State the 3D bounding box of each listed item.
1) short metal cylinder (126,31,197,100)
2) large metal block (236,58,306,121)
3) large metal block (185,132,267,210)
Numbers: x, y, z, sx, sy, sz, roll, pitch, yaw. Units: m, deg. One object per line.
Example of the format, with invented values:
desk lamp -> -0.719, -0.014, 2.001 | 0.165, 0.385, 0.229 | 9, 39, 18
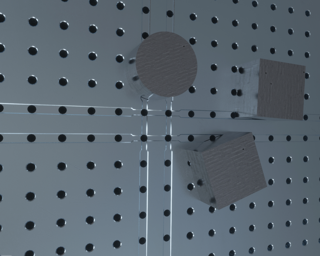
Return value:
short metal cylinder -> 0.001, -0.077, 0.399 | 0.081, 0.050, 0.080 | 0, 90, -20
large metal block -> 0.163, -0.053, 0.459 | 0.081, 0.050, 0.080 | 4, 89, -20
large metal block -> 0.092, 0.056, 0.433 | 0.081, 0.050, 0.080 | -20, 97, -19
